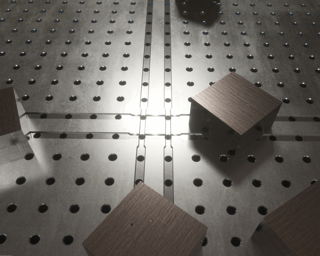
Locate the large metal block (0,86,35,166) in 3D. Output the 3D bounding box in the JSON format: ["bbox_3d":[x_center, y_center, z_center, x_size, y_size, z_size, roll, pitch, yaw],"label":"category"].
[{"bbox_3d":[-0.212,0.002,0.387,0.081,0.050,0.080,-18,53,-15],"label":"large metal block"}]

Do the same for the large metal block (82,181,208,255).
[{"bbox_3d":[-0.013,0.112,0.297,0.080,0.050,0.080,31,56,23],"label":"large metal block"}]

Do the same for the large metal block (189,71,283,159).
[{"bbox_3d":[0.097,-0.019,0.409,0.080,0.050,0.080,-34,58,-25],"label":"large metal block"}]

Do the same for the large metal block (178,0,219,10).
[{"bbox_3d":[0.079,-0.296,0.621,0.080,0.080,0.050,27,55,20],"label":"large metal block"}]

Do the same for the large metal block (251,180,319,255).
[{"bbox_3d":[0.151,0.110,0.301,0.081,0.050,0.080,-25,55,-20],"label":"large metal block"}]
